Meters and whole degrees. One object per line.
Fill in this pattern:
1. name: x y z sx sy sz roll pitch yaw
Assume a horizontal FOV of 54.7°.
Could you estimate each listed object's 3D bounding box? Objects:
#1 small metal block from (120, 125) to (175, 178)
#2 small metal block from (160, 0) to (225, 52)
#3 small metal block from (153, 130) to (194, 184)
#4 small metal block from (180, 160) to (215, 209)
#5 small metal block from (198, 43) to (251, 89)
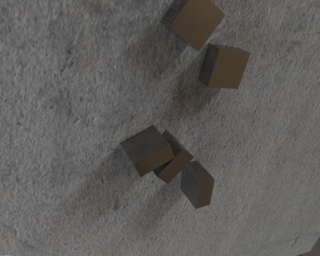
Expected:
1. small metal block: -0.017 0.029 0.401 0.050 0.050 0.025 -29 128 -10
2. small metal block: 0.037 -0.124 0.352 0.050 0.025 0.050 28 103 -38
3. small metal block: 0.010 0.038 0.422 0.050 0.050 0.025 -46 130 4
4. small metal block: 0.056 0.087 0.477 0.025 0.050 0.050 -10 123 -24
5. small metal block: 0.083 -0.080 0.405 0.050 0.025 0.050 -1 119 -29
